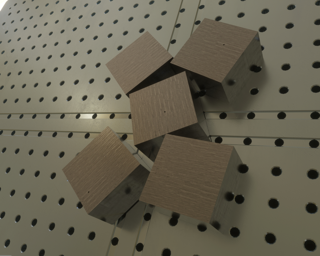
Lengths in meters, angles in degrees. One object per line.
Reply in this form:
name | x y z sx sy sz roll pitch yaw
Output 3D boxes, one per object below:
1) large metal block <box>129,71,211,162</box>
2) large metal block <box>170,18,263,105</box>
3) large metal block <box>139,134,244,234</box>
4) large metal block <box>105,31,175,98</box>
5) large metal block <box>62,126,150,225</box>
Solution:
large metal block | 0.011 -0.014 0.395 0.080 0.050 0.080 -20 54 16
large metal block | 0.075 -0.089 0.407 0.080 0.050 0.080 30 78 35
large metal block | 0.036 0.059 0.338 0.080 0.050 0.080 10 66 32
large metal block | -0.022 -0.083 0.455 0.080 0.050 0.080 -38 50 3
large metal block | -0.063 0.058 0.388 0.080 0.050 0.080 -44 51 -3
